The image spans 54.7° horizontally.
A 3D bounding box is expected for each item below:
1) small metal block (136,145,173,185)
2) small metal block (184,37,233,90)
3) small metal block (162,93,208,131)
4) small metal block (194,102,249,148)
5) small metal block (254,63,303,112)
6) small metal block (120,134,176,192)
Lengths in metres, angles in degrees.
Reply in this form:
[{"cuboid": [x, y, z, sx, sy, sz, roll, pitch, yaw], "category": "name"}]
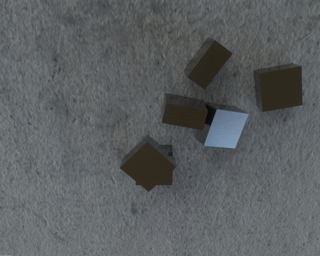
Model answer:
[{"cuboid": [-0.008, 0.051, 0.429, 0.050, 0.025, 0.050, 0, 110, -1], "category": "small metal block"}, {"cuboid": [0.055, -0.078, 0.368, 0.025, 0.050, 0.050, 34, 106, -12], "category": "small metal block"}, {"cuboid": [0.029, -0.022, 0.389, 0.050, 0.050, 0.025, 11, 110, -4], "category": "small metal block"}, {"cuboid": [0.079, -0.003, 0.401, 0.050, 0.025, 0.050, 6, 112, -27], "category": "small metal block"}, {"cuboid": [0.150, -0.052, 0.393, 0.050, 0.025, 0.050, -10, 110, 3], "category": "small metal block"}, {"cuboid": [-0.015, 0.045, 0.400, 0.050, 0.025, 0.050, 42, 104, -14], "category": "small metal block"}]
